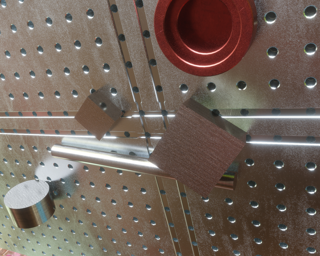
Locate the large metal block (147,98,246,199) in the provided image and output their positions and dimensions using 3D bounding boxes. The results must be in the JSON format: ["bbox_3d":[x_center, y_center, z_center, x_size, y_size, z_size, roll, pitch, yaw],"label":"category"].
[{"bbox_3d":[0.045,0.022,0.369,0.080,0.050,0.080,33,110,6],"label":"large metal block"}]

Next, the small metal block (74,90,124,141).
[{"bbox_3d":[-0.088,-0.018,0.445,0.050,0.025,0.050,42,129,-2],"label":"small metal block"}]

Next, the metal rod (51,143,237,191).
[{"bbox_3d":[-0.039,0.054,0.463,0.301,0.025,0.025,6,121,24],"label":"metal rod"}]

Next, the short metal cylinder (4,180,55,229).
[{"bbox_3d":[-0.247,0.144,0.592,0.080,0.080,0.050,9,122,23],"label":"short metal cylinder"}]

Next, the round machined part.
[{"bbox_3d":[0.047,-0.105,0.310,0.098,0.042,0.097,13,124,20],"label":"round machined part"}]
